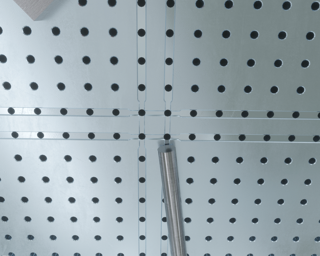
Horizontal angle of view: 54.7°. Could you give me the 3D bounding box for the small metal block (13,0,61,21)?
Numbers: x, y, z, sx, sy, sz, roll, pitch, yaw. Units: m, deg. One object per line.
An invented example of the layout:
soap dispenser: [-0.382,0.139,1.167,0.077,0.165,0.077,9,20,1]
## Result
small metal block: [-0.142,-0.159,0.353,0.050,0.025,0.050,-40,106,13]

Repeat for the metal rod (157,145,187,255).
metal rod: [0.026,0.167,0.475,0.025,0.025,0.298,-6,110,2]
